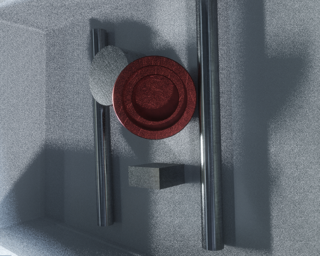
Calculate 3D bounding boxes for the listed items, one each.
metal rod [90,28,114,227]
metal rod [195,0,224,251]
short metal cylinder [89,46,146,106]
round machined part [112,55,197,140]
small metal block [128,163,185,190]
[{"bbox_3d":[-0.089,-0.002,0.477,0.025,0.025,0.298,-4,87,39],"label":"metal rod"},{"bbox_3d":[0.057,-0.013,0.358,0.025,0.025,0.298,-2,89,39],"label":"metal rod"},{"bbox_3d":[-0.054,-0.070,0.432,0.080,0.050,0.079,0,90,40],"label":"short metal cylinder"},{"bbox_3d":[-0.005,-0.037,0.378,0.099,0.042,0.097,1,98,5],"label":"round machined part"},{"bbox_3d":[-0.004,0.059,0.392,0.050,0.050,0.025,-3,89,39],"label":"small metal block"}]
